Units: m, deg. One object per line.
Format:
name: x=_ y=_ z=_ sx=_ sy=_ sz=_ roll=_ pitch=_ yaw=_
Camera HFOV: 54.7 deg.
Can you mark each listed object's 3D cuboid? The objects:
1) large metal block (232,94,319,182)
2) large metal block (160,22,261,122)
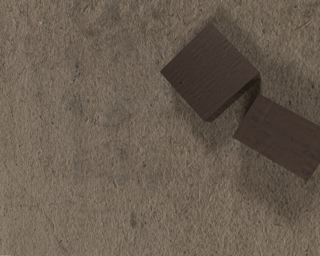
large metal block: x=0.131 y=0.008 z=0.334 sx=0.080 sy=0.080 sz=0.050 roll=32 pitch=101 yaw=17
large metal block: x=0.062 y=-0.064 z=0.374 sx=0.080 sy=0.050 sz=0.080 roll=-43 pitch=77 yaw=14
